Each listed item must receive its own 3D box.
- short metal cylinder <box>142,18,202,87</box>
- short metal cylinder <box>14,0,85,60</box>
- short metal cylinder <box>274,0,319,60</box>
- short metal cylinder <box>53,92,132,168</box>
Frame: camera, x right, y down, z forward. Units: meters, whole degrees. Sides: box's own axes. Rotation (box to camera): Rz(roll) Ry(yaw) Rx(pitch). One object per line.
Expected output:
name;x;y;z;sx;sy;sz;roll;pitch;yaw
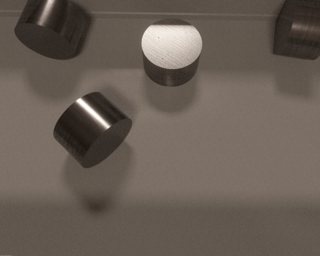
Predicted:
short metal cylinder;0.016;-0.105;0.435;0.081;0.050;0.080;0;70;0
short metal cylinder;-0.151;-0.138;0.429;0.080;0.080;0.050;12;71;4
short metal cylinder;0.199;-0.139;0.434;0.050;0.080;0.080;10;70;3
short metal cylinder;-0.080;0.003;0.379;0.050;0.080;0.080;42;75;13
